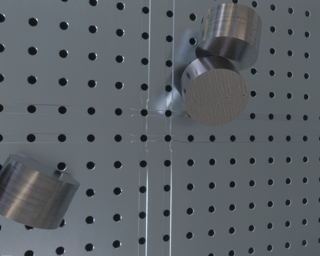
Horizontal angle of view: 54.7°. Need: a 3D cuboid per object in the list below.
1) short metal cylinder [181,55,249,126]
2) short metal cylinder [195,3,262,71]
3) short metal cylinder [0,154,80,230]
[{"bbox_3d":[0.069,-0.049,0.405,0.081,0.050,0.079,-1,122,-2],"label":"short metal cylinder"},{"bbox_3d":[0.091,-0.117,0.412,0.081,0.080,0.050,19,70,-19],"label":"short metal cylinder"},{"bbox_3d":[-0.135,0.068,0.334,0.080,0.080,0.050,28,81,-18],"label":"short metal cylinder"}]
